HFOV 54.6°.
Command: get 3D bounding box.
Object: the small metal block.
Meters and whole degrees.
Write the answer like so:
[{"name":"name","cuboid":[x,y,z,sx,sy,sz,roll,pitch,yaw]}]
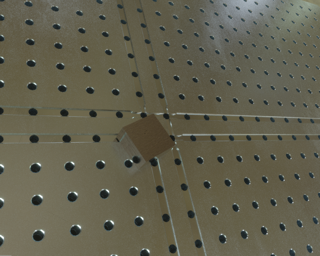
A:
[{"name":"small metal block","cuboid":[-0.017,0.016,0.389,0.050,0.025,0.050,-27,76,-37]}]
